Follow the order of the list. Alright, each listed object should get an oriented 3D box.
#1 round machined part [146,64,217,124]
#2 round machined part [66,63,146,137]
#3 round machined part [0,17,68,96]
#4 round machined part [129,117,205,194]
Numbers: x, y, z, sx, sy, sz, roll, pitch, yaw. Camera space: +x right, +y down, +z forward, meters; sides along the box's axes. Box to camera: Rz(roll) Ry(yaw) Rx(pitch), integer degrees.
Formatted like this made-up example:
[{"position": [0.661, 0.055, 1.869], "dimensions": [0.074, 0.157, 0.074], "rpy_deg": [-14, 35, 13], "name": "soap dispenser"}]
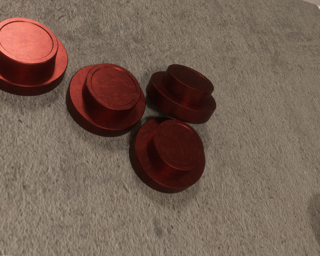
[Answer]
[{"position": [0.034, -0.052, 0.423], "dimensions": [0.099, 0.042, 0.098], "rpy_deg": [20, 31, -12], "name": "round machined part"}, {"position": [-0.063, -0.041, 0.385], "dimensions": [0.099, 0.042, 0.098], "rpy_deg": [14, 56, -21], "name": "round machined part"}, {"position": [-0.158, -0.089, 0.363], "dimensions": [0.099, 0.042, 0.098], "rpy_deg": [14, 56, -21], "name": "round machined part"}, {"position": [0.015, 0.028, 0.385], "dimensions": [0.099, 0.042, 0.098], "rpy_deg": [14, 56, -21], "name": "round machined part"}]
